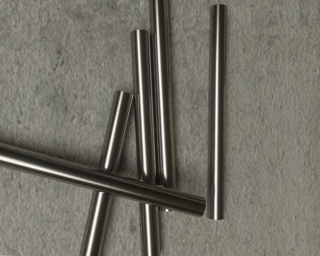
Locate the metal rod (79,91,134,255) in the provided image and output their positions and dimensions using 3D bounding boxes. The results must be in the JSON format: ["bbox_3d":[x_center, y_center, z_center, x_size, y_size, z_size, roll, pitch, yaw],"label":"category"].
[{"bbox_3d":[-0.075,0.102,0.382,0.025,0.025,0.298,13,86,-20],"label":"metal rod"}]

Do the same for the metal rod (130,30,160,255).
[{"bbox_3d":[-0.019,0.026,0.403,0.025,0.025,0.298,-3,91,-20],"label":"metal rod"}]

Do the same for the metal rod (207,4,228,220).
[{"bbox_3d":[0.081,-0.022,0.440,0.025,0.025,0.298,1,90,-20],"label":"metal rod"}]

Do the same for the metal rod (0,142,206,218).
[{"bbox_3d":[-0.090,0.054,0.353,0.302,0.025,0.025,17,84,-11],"label":"metal rod"}]

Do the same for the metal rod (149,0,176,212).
[{"bbox_3d":[0.004,-0.041,0.411,0.025,0.025,0.298,-3,91,-20],"label":"metal rod"}]
